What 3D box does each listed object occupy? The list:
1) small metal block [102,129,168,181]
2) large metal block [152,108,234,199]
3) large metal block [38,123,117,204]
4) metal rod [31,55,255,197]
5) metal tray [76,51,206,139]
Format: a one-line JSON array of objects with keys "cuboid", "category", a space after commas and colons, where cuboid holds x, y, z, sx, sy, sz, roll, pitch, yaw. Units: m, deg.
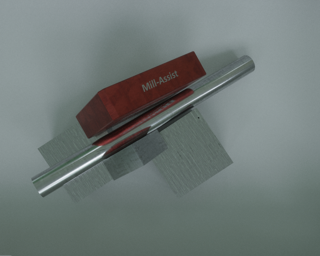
[{"cuboid": [-0.027, 0.030, 0.349, 0.050, 0.050, 0.025, -30, 90, 36], "category": "small metal block"}, {"cuboid": [0.033, 0.031, 0.398, 0.080, 0.050, 0.080, -34, 90, 0], "category": "large metal block"}, {"cuboid": [-0.090, 0.036, 0.394, 0.080, 0.050, 0.080, -34, 90, 0], "category": "large metal block"}, {"cuboid": [-0.007, -0.011, 0.373, 0.302, 0.025, 0.025, -31, 90, -16], "category": "metal rod"}, {"cuboid": [-0.021, -0.037, 0.350, 0.131, 0.090, 0.030, -30, 92, -32], "category": "metal tray"}]
